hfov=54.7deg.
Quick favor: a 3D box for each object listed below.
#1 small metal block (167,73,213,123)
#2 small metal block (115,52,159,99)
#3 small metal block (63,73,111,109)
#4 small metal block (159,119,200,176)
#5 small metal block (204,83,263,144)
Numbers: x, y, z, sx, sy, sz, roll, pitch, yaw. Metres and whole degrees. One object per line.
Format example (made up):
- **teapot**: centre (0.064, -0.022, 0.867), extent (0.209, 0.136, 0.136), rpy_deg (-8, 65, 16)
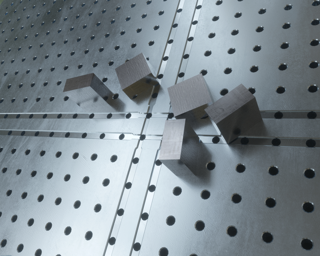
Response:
- **small metal block**: centre (0.042, -0.037, 0.408), extent (0.050, 0.025, 0.050), rpy_deg (-22, 54, 14)
- **small metal block**: centre (-0.036, -0.080, 0.475), extent (0.050, 0.025, 0.050), rpy_deg (-29, 52, 9)
- **small metal block**: centre (-0.113, -0.056, 0.484), extent (0.050, 0.050, 0.025), rpy_deg (-8, 58, 23)
- **small metal block**: centre (0.024, 0.024, 0.364), extent (0.025, 0.050, 0.050), rpy_deg (-4, 60, 26)
- **small metal block**: centre (0.085, -0.015, 0.356), extent (0.050, 0.050, 0.025), rpy_deg (-35, 52, 5)
